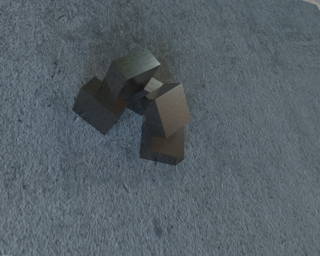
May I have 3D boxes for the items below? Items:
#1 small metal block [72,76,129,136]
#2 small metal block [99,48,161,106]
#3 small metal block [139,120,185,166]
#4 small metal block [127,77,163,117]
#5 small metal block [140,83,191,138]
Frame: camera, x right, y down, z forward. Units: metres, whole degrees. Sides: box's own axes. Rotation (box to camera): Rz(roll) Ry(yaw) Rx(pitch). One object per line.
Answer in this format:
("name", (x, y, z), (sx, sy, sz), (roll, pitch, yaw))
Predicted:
("small metal block", (-0.072, -0.025, 0.367), (0.050, 0.050, 0.025), (39, 51, -3))
("small metal block", (-0.034, -0.056, 0.342), (0.050, 0.050, 0.025), (-33, 81, -38))
("small metal block", (0.003, 0.017, 0.398), (0.050, 0.025, 0.050), (15, 56, -20))
("small metal block", (-0.032, -0.048, 0.403), (0.050, 0.050, 0.025), (28, 52, -11))
("small metal block", (0.008, -0.022, 0.377), (0.050, 0.025, 0.050), (-36, 119, -39))
